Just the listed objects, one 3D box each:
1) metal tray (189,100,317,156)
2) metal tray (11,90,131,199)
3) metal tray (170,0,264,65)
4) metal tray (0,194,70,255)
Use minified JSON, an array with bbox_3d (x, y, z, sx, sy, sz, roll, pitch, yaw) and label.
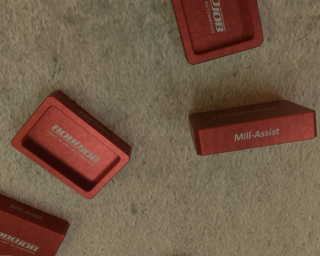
[{"bbox_3d":[0.104,-0.004,0.373,0.131,0.090,0.030,-9,103,3],"label":"metal tray"},{"bbox_3d":[-0.115,0.025,0.414,0.130,0.030,0.090,40,105,-14],"label":"metal tray"},{"bbox_3d":[0.059,-0.147,0.353,0.090,0.030,0.129,-16,110,5],"label":"metal tray"},{"bbox_3d":[-0.215,0.159,0.463,0.131,0.030,0.089,26,108,-10],"label":"metal tray"}]
